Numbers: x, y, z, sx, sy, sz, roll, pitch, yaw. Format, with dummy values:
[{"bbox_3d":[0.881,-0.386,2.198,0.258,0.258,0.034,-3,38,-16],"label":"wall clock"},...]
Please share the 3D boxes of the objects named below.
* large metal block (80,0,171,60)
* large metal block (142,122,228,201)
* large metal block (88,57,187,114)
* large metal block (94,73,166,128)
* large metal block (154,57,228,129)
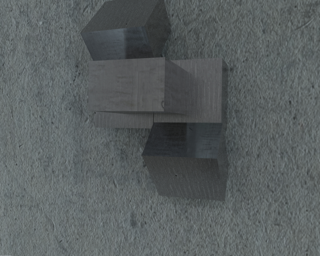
[{"bbox_3d":[-0.039,-0.121,0.387,0.080,0.050,0.080,1,46,20],"label":"large metal block"},{"bbox_3d":[0.034,0.039,0.362,0.080,0.080,0.050,1,47,19],"label":"large metal block"},{"bbox_3d":[-0.020,-0.041,0.334,0.080,0.080,0.050,1,91,19],"label":"large metal block"},{"bbox_3d":[-0.037,-0.040,0.407,0.080,0.050,0.079,1,90,19],"label":"large metal block"},{"bbox_3d":[0.039,-0.039,0.381,0.080,0.050,0.079,1,90,19],"label":"large metal block"}]
